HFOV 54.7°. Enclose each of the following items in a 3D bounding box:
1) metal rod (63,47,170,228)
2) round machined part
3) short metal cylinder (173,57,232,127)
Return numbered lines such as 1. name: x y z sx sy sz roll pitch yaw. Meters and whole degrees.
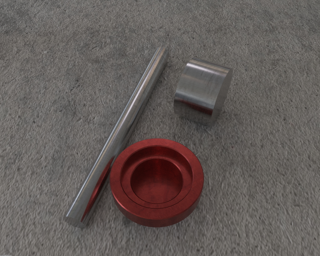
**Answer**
1. metal rod: -0.043 -0.012 0.412 0.025 0.025 0.300 14 51 11
2. round machined part: -0.003 0.062 0.340 0.099 0.042 0.098 0 50 0
3. short metal cylinder: 0.057 -0.047 0.408 0.050 0.080 0.080 21 53 16
